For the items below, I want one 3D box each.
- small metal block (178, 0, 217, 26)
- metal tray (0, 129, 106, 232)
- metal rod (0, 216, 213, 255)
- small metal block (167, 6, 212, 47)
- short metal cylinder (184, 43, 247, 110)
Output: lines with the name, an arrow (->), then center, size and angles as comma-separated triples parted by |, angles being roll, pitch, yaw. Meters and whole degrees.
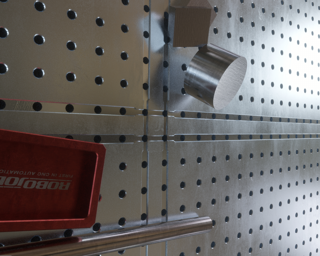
small metal block -> 0.051, -0.166, 0.454 | 0.050, 0.025, 0.050 | 44, 63, -31
metal tray -> -0.122, 0.052, 0.304 | 0.131, 0.030, 0.090 | 12, 82, -40
metal rod -> -0.045, 0.134, 0.373 | 0.302, 0.025, 0.025 | 6, 86, -40
small metal block -> 0.039, -0.138, 0.421 | 0.050, 0.025, 0.050 | -5, 118, -16
short metal cylinder -> 0.079, -0.072, 0.438 | 0.080, 0.050, 0.080 | -38, 147, -31
